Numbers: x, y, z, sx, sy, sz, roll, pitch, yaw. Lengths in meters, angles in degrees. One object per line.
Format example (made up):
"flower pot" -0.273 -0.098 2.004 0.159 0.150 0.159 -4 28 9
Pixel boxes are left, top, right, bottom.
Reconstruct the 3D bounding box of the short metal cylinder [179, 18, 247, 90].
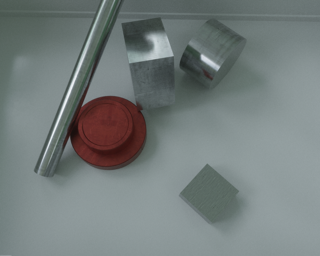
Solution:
"short metal cylinder" 0.071 -0.099 0.417 0.050 0.080 0.080 38 74 12

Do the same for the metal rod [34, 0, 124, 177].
"metal rod" -0.087 -0.080 0.375 0.025 0.025 0.298 24 95 8

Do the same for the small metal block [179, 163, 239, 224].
"small metal block" 0.059 0.081 0.381 0.050 0.025 0.050 41 75 13

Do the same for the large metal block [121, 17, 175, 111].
"large metal block" -0.014 -0.082 0.399 0.050 0.080 0.080 -10 52 -4

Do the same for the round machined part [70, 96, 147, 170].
"round machined part" -0.067 0.002 0.399 0.099 0.042 0.098 0 70 -1
